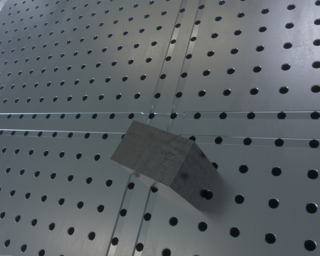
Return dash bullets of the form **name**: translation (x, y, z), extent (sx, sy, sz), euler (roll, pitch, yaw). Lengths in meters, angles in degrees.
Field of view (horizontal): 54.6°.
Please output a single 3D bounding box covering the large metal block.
- **large metal block**: translation (0.007, 0.041, 0.345), extent (0.080, 0.080, 0.050), euler (19, 72, 35)
